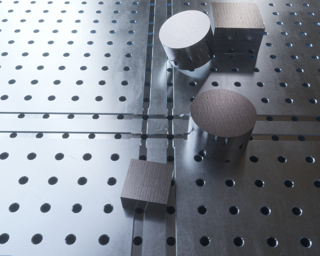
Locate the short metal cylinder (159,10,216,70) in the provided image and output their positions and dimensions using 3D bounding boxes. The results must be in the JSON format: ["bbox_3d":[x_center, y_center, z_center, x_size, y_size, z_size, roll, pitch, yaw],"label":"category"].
[{"bbox_3d":[0.045,-0.139,0.493,0.080,0.050,0.080,-10,57,16],"label":"short metal cylinder"}]

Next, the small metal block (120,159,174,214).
[{"bbox_3d":[-0.013,0.066,0.352,0.050,0.025,0.050,8,50,6],"label":"small metal block"}]

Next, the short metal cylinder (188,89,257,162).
[{"bbox_3d":[0.077,-0.004,0.395,0.080,0.050,0.080,0,50,0],"label":"short metal cylinder"}]

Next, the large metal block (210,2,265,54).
[{"bbox_3d":[0.129,-0.174,0.539,0.080,0.050,0.080,1,50,1],"label":"large metal block"}]
